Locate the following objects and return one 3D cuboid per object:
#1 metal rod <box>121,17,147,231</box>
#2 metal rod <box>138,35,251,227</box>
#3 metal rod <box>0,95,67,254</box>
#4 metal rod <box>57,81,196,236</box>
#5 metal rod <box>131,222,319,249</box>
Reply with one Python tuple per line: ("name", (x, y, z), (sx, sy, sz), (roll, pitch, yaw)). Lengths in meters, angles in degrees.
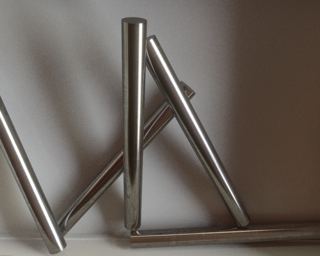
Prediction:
("metal rod", (-0.033, 0.019, 0.384), (0.025, 0.025, 0.298), (3, 123, -1))
("metal rod", (0.054, 0.021, 0.400), (0.025, 0.025, 0.299), (-27, 115, 9))
("metal rod", (-0.191, 0.035, 0.407), (0.025, 0.025, 0.298), (-16, 104, 6))
("metal rod", (-0.062, 0.055, 0.430), (0.025, 0.025, 0.299), (39, 105, -13))
("metal rod", (0.108, 0.159, 0.463), (0.302, 0.025, 0.025), (-2, 110, -3))
